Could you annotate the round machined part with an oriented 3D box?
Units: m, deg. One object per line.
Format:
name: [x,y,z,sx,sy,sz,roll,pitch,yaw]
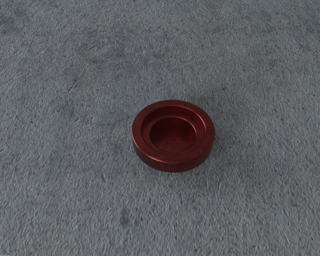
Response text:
round machined part: [0.015,0.014,0.382,0.099,0.042,0.098,0,50,0]
